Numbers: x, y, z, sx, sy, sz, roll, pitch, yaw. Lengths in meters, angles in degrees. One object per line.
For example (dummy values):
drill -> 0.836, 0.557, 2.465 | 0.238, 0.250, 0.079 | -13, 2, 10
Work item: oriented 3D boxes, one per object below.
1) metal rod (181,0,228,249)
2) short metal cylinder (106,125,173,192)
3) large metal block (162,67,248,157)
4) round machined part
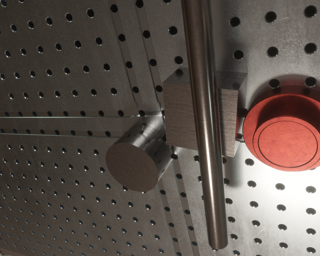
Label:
metal rod -> 0.052, 0.015, 0.327 | 0.025, 0.025, 0.298 | 4, 121, 25
short metal cylinder -> -0.028, 0.042, 0.434 | 0.080, 0.050, 0.079 | 13, 124, 20
large metal block -> 0.052, -0.020, 0.354 | 0.080, 0.050, 0.079 | 9, 123, 23
round machined part -> 0.138, 0.008, 0.332 | 0.098, 0.042, 0.097 | 13, 124, 20
